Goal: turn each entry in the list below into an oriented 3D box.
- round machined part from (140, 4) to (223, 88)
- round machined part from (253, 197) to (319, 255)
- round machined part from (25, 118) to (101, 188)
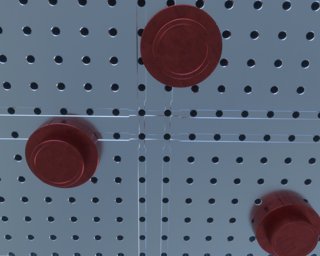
[{"bbox_3d":[0.026,-0.096,0.370,0.099,0.042,0.097,0,110,-1],"label":"round machined part"},{"bbox_3d":[0.194,0.156,0.465,0.099,0.042,0.097,0,110,-1],"label":"round machined part"},{"bbox_3d":[-0.133,0.040,0.417,0.099,0.042,0.097,0,110,-1],"label":"round machined part"}]
